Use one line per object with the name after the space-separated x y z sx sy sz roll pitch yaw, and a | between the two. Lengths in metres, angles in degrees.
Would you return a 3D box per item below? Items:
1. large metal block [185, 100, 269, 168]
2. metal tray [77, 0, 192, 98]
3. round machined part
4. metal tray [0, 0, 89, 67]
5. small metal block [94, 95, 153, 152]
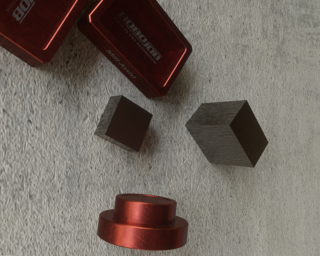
0.097 0.008 0.450 0.050 0.080 0.080 -50 120 -28 | large metal block
-0.024 -0.110 0.380 0.130 0.030 0.090 44 64 -31 | metal tray
-0.017 0.099 0.343 0.099 0.098 0.042 11 83 -40 | round machined part
-0.121 -0.137 0.299 0.090 0.030 0.130 37 67 -34 | metal tray
-0.042 -0.004 0.369 0.050 0.025 0.050 32 70 -35 | small metal block
